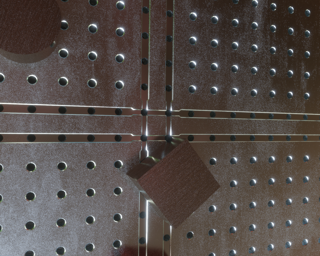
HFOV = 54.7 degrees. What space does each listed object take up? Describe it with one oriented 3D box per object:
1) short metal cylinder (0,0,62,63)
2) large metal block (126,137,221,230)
[{"bbox_3d":[-0.152,-0.116,0.343,0.081,0.050,0.079,0,90,-20],"label":"short metal cylinder"},{"bbox_3d":[0.017,0.069,0.406,0.080,0.050,0.080,-39,103,-16],"label":"large metal block"}]
